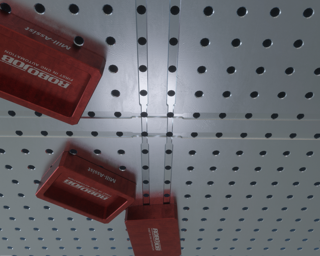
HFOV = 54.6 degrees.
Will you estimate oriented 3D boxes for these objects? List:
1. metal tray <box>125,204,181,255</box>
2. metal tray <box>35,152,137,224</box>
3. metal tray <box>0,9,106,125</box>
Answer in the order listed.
[{"bbox_3d":[-0.009,0.193,0.572,0.090,0.030,0.129,-4,130,3],"label":"metal tray"},{"bbox_3d":[-0.115,0.099,0.490,0.131,0.030,0.090,30,124,-23],"label":"metal tray"},{"bbox_3d":[-0.140,-0.064,0.352,0.131,0.030,0.090,23,126,-19],"label":"metal tray"}]
